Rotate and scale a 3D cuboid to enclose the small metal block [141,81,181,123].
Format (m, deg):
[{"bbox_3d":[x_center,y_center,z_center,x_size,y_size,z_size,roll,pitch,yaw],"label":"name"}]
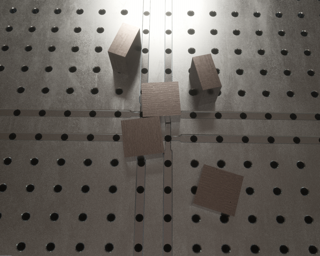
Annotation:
[{"bbox_3d":[0.001,-0.035,0.424,0.050,0.025,0.050,-3,70,-2],"label":"small metal block"}]

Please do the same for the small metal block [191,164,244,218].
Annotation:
[{"bbox_3d":[0.071,0.078,0.384,0.050,0.025,0.050,17,71,6],"label":"small metal block"}]

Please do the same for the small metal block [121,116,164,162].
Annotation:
[{"bbox_3d":[-0.023,0.015,0.406,0.050,0.025,0.050,-7,70,-3],"label":"small metal block"}]

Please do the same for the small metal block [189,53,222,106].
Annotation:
[{"bbox_3d":[0.061,-0.065,0.423,0.025,0.050,0.050,-13,71,-5],"label":"small metal block"}]

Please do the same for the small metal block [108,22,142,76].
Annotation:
[{"bbox_3d":[-0.048,-0.111,0.438,0.025,0.050,0.050,20,71,7],"label":"small metal block"}]
